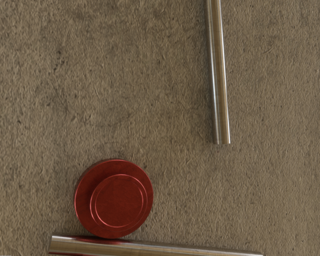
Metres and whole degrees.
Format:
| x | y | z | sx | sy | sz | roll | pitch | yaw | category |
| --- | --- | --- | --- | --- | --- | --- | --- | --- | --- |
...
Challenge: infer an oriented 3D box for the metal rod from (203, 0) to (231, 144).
| x | y | z | sx | sy | sz | roll | pitch | yaw | category |
| --- | --- | --- | --- | --- | --- | --- | --- | --- | --- |
| 0.078 | -0.127 | 0.438 | 0.025 | 0.025 | 0.298 | -5 | 92 | -20 | metal rod |

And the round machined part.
| x | y | z | sx | sy | sz | roll | pitch | yaw | category |
| --- | --- | --- | --- | --- | --- | --- | --- | --- | --- |
| -0.054 | 0.088 | 0.381 | 0.099 | 0.042 | 0.097 | 0 | 90 | -21 | round machined part |

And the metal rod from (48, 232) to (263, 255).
| x | y | z | sx | sy | sz | roll | pitch | yaw | category |
| --- | --- | --- | --- | --- | --- | --- | --- | --- | --- |
| 0.010 | 0.167 | 0.413 | 0.302 | 0.025 | 0.025 | 13 | 86 | -20 | metal rod |
